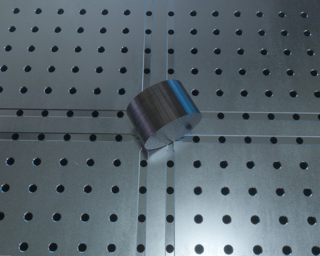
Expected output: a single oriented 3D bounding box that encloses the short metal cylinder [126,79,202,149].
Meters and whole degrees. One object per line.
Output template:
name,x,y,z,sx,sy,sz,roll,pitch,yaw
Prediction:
short metal cylinder,0.005,-0.016,0.388,0.080,0.080,0.050,-27,72,-9
